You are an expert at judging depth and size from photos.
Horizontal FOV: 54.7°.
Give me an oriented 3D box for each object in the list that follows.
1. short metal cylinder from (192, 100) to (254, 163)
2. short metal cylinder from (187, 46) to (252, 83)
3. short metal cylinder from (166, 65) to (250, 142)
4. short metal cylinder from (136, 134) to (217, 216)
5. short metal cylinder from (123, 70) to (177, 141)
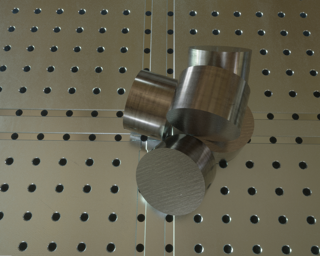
[{"bbox_3d":[0.074,0.001,0.398,0.081,0.050,0.080,0,69,0],"label":"short metal cylinder"},{"bbox_3d":[0.076,-0.078,0.404,0.080,0.080,0.050,2,110,1],"label":"short metal cylinder"},{"bbox_3d":[0.053,-0.024,0.338,0.080,0.080,0.050,16,71,6],"label":"short metal cylinder"},{"bbox_3d":[0.020,0.052,0.357,0.080,0.050,0.079,7,108,22],"label":"short metal cylinder"},{"bbox_3d":[-0.008,-0.029,0.393,0.050,0.080,0.080,18,71,6],"label":"short metal cylinder"}]
